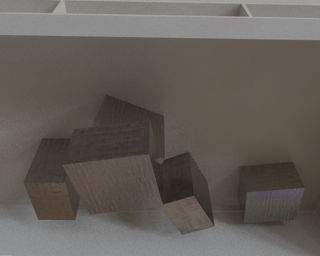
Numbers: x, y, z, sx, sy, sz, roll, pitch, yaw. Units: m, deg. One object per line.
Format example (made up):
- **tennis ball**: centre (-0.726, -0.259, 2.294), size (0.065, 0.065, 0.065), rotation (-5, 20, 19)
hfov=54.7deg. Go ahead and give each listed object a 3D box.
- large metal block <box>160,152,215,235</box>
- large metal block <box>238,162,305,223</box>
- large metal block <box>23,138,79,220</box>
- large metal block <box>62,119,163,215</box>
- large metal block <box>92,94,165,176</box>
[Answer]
- **large metal block**: centre (0.038, 0.096, 0.455), size (0.050, 0.080, 0.080), rotation (-20, 128, 16)
- **large metal block**: centre (0.168, 0.102, 0.482), size (0.080, 0.050, 0.080), rotation (-5, 130, 4)
- **large metal block**: centre (-0.141, 0.071, 0.431), size (0.050, 0.080, 0.079), rotation (1, 130, -1)
- **large metal block**: centre (-0.043, 0.042, 0.323), size (0.080, 0.050, 0.080), rotation (-8, 130, 6)
- **large metal block**: centre (-0.042, 0.014, 0.384), size (0.080, 0.080, 0.050), rotation (20, 127, -17)
